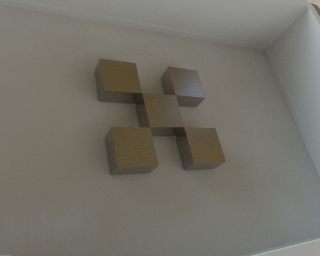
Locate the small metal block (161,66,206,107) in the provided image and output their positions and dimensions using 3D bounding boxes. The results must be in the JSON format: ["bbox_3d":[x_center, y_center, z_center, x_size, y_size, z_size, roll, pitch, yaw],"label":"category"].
[{"bbox_3d":[0.034,-0.060,0.457,0.050,0.025,0.050,2,61,-27],"label":"small metal block"}]

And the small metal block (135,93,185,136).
[{"bbox_3d":[0.000,-0.017,0.413,0.050,0.025,0.050,0,62,-28],"label":"small metal block"}]

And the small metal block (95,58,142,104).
[{"bbox_3d":[-0.056,-0.061,0.410,0.050,0.025,0.050,2,61,-28],"label":"small metal block"}]

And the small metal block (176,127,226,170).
[{"bbox_3d":[0.054,0.027,0.415,0.050,0.025,0.050,1,61,-28],"label":"small metal block"}]

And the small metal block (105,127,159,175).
[{"bbox_3d":[-0.034,0.027,0.368,0.050,0.025,0.050,1,61,-28],"label":"small metal block"}]
